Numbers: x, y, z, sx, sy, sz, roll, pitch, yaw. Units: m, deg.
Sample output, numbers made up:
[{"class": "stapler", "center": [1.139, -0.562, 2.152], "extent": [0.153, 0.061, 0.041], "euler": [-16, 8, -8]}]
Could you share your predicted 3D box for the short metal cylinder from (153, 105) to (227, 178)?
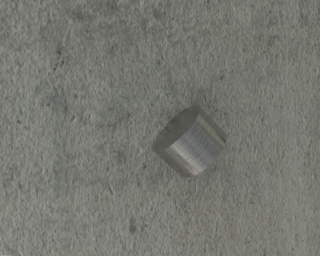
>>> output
[{"class": "short metal cylinder", "center": [0.037, 0.016, 0.395], "extent": [0.050, 0.080, 0.080], "euler": [44, 76, -15]}]
